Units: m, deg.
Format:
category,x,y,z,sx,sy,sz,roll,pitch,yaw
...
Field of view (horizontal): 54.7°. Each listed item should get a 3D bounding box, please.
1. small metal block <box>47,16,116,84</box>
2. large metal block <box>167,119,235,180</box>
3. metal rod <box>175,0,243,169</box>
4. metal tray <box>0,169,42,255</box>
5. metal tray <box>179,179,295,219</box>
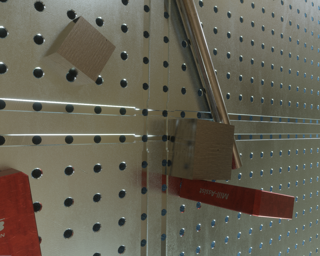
category,x,y,z,sx,sy,sz,roll,pitch,yaw
small metal block,-0.085,-0.084,0.339,0.050,0.025,0.050,39,66,-34
large metal block,0.060,0.031,0.445,0.081,0.050,0.080,8,85,-40
metal rod,0.076,-0.071,0.475,0.025,0.025,0.298,-33,111,-35
metal tray,-0.176,0.093,0.260,0.131,0.030,0.089,-12,98,-40
metal tray,0.103,0.096,0.430,0.091,0.130,0.030,17,79,-39
